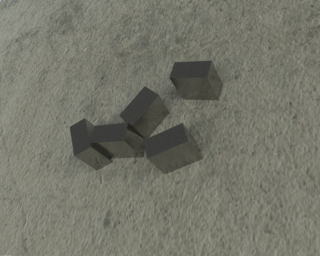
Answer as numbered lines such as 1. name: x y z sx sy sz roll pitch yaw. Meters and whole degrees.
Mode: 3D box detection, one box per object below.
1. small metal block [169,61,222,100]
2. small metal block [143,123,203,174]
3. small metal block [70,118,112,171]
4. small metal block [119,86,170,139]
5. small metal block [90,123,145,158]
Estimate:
1. small metal block: 0.047 -0.060 0.399 0.050 0.050 0.025 4 64 30
2. small metal block: 0.016 0.026 0.363 0.050 0.050 0.025 -24 53 13
3. small metal block: -0.094 0.023 0.421 0.025 0.050 0.050 -29 52 10
4. small metal block: -0.019 -0.018 0.405 0.025 0.050 0.050 35 81 28
5. small metal block: -0.053 0.018 0.403 0.050 0.050 0.025 -5 60 26
